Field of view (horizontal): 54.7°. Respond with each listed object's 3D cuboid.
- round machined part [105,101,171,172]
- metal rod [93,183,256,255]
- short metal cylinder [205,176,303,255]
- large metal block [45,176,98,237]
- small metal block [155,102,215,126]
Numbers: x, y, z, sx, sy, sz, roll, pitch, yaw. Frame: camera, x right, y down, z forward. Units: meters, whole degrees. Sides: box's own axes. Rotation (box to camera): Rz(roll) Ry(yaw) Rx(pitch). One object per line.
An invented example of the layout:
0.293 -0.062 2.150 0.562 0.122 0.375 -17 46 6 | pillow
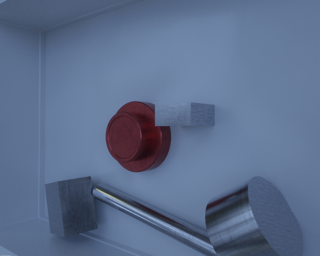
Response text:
-0.037 0.012 0.424 0.098 0.042 0.097 0 90 39 | round machined part
0.020 0.126 0.388 0.300 0.025 0.025 14 99 38 | metal rod
0.089 0.093 0.296 0.050 0.081 0.080 -38 67 33 | short metal cylinder
-0.143 0.123 0.492 0.080 0.050 0.080 -21 76 55 | large metal block
0.030 -0.015 0.365 0.050 0.050 0.025 -1 90 39 | small metal block
